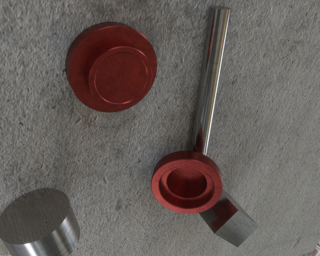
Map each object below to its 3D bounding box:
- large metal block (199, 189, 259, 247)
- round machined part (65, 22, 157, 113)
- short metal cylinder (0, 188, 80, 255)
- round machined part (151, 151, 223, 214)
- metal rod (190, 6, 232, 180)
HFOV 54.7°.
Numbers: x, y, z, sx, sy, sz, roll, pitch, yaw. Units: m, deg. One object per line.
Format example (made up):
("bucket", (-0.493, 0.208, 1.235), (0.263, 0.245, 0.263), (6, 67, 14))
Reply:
("large metal block", (0.105, 0.141, 0.516), (0.050, 0.080, 0.080), (-46, 129, 4))
("round machined part", (-0.047, -0.060, 0.333), (0.099, 0.042, 0.097), (-14, 124, -21))
("short metal cylinder", (-0.141, 0.118, 0.367), (0.081, 0.080, 0.050), (-19, 126, -17))
("round machined part", (0.039, 0.072, 0.443), (0.099, 0.042, 0.097), (3, 120, 6))
("metal rod", (0.061, -0.011, 0.433), (0.025, 0.025, 0.298), (-10, 123, -23))
